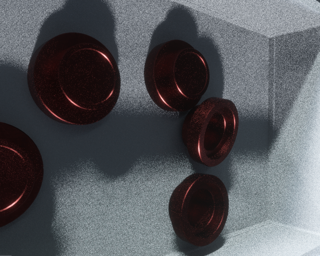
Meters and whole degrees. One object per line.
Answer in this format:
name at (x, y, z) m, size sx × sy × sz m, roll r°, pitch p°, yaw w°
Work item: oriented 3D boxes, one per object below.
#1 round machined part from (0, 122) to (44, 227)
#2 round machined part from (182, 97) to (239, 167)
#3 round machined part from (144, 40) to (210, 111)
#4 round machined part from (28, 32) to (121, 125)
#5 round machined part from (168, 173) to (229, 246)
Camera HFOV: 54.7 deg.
round machined part at (-0.151, 0.042, 0.270) m, size 0.099 × 0.042 × 0.097 m, roll 0°, pitch 90°, yaw -40°
round machined part at (0.069, 0.003, 0.446) m, size 0.099 × 0.042 × 0.097 m, roll -20°, pitch 118°, yaw -43°
round machined part at (0.030, -0.071, 0.423) m, size 0.099 × 0.042 × 0.097 m, roll 0°, pitch 90°, yaw -40°
round machined part at (-0.082, -0.052, 0.328) m, size 0.099 × 0.042 × 0.097 m, roll 0°, pitch 90°, yaw -40°
round machined part at (0.051, 0.113, 0.441) m, size 0.099 × 0.042 × 0.097 m, roll 0°, pitch 90°, yaw -40°
